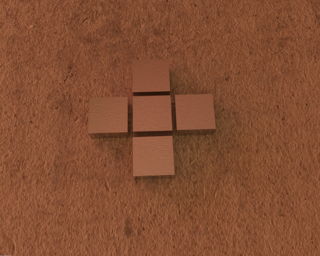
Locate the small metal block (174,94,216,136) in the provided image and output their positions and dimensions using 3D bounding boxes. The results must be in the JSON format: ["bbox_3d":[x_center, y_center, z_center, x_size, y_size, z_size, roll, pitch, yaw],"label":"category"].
[{"bbox_3d":[0.046,-0.017,0.416,0.050,0.025,0.050,-2,70,-1],"label":"small metal block"}]

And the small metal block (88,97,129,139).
[{"bbox_3d":[-0.067,-0.013,0.413,0.050,0.025,0.050,-2,70,-1],"label":"small metal block"}]

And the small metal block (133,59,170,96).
[{"bbox_3d":[-0.012,-0.068,0.434,0.050,0.025,0.050,-2,70,-1],"label":"small metal block"}]

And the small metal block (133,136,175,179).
[{"bbox_3d":[-0.008,0.038,0.395,0.050,0.025,0.050,-2,70,-1],"label":"small metal block"}]

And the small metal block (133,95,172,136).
[{"bbox_3d":[-0.010,-0.015,0.415,0.050,0.025,0.050,-2,70,-1],"label":"small metal block"}]
